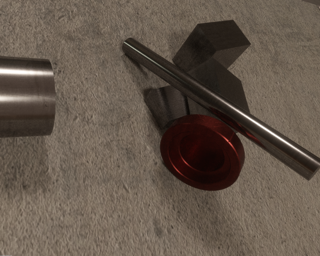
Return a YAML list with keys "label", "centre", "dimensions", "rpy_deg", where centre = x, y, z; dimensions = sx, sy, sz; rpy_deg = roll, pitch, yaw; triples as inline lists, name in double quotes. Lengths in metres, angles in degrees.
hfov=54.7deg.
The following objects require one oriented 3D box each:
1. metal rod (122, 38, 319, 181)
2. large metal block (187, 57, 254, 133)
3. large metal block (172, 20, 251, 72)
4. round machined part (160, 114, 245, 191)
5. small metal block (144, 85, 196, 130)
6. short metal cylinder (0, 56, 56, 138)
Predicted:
- label: "metal rod"
  centre: [0.055, -0.039, 0.383]
  dimensions: [0.025, 0.025, 0.300]
  rpy_deg: [-25, 51, -37]
- label: "large metal block"
  centre: [0.083, -0.040, 0.441]
  dimensions: [0.080, 0.050, 0.080]
  rpy_deg: [24, 49, -44]
- label: "large metal block"
  centre: [0.080, -0.119, 0.486]
  dimensions: [0.081, 0.080, 0.050]
  rpy_deg: [-20, 73, -36]
- label: "round machined part"
  centre: [0.053, 0.025, 0.373]
  dimensions: [0.098, 0.097, 0.042]
  rpy_deg: [41, 43, -1]
- label: "small metal block"
  centre: [0.014, -0.031, 0.432]
  dimensions: [0.050, 0.025, 0.050]
  rpy_deg: [-19, 72, -36]
- label: "short metal cylinder"
  centre: [-0.140, -0.031, 0.313]
  dimensions: [0.050, 0.080, 0.080]
  rpy_deg: [-2, 63, -30]
